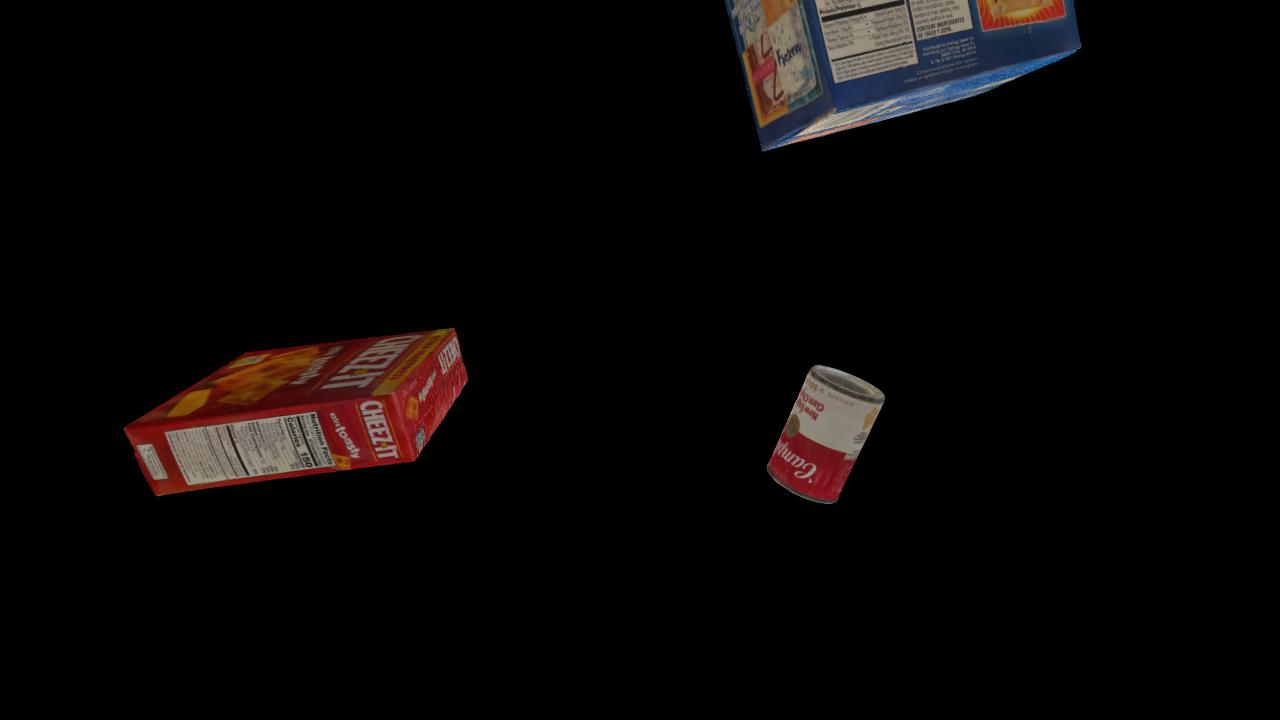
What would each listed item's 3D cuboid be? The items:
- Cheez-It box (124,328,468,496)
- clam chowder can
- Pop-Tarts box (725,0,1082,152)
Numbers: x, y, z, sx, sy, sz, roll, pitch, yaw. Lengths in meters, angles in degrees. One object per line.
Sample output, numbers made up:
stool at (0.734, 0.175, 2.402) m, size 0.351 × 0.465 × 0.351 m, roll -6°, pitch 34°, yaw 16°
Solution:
Cheez-It box at (-0.288, 0.038, 0.553) m, size 0.223 × 0.071 × 0.166 m, roll -7°, pitch 22°, yaw 3°
clam chowder can at (0.161, 0.064, 0.535) m, size 0.068 × 0.102 × 0.068 m, roll 18°, pitch 16°, yaw -6°
Pop-Tarts box at (0.139, -0.213, 0.345) m, size 0.167 × 0.141 × 0.083 m, roll -19°, pitch 10°, yaw -15°
